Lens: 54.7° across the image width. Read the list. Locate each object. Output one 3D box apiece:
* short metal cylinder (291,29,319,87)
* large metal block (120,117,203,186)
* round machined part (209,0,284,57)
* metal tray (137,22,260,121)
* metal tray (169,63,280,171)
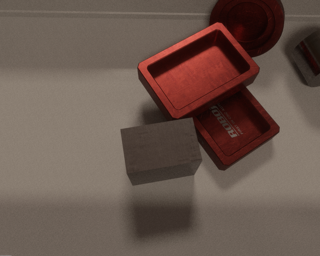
[{"bbox_3d":[0.229,-0.098,0.419,0.081,0.080,0.050,-19,72,-7],"label":"short metal cylinder"},{"bbox_3d":[0.001,0.031,0.369,0.081,0.080,0.050,-9,71,-4],"label":"large metal block"},{"bbox_3d":[0.122,-0.152,0.434,0.098,0.097,0.042,21,45,7],"label":"round machined part"},{"bbox_3d":[0.048,-0.071,0.400,0.131,0.030,0.090,-30,73,-11],"label":"metal tray"},{"bbox_3d":[0.082,-0.020,0.415,0.090,0.030,0.130,-32,73,-11],"label":"metal tray"}]
